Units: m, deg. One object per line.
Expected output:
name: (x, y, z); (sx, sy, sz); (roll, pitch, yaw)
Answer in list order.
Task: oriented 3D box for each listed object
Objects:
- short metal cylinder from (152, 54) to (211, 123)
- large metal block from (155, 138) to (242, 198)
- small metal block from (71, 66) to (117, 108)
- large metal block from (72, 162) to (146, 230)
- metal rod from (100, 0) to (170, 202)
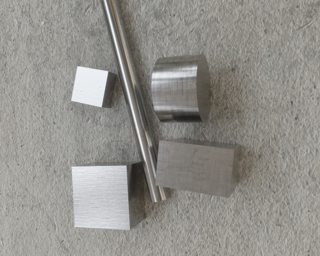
short metal cylinder: (0.028, -0.046, 0.370); (0.050, 0.080, 0.080); (0, 90, 20)
large metal block: (0.048, 0.042, 0.363); (0.080, 0.080, 0.050); (6, 92, 20)
small metal block: (-0.094, -0.058, 0.442); (0.050, 0.025, 0.050); (13, 94, 19)
large metal block: (-0.068, 0.088, 0.420); (0.080, 0.050, 0.080); (-4, 89, 20)
metal rod: (-0.037, -0.049, 0.422); (0.025, 0.025, 0.298); (-17, 85, 19)
